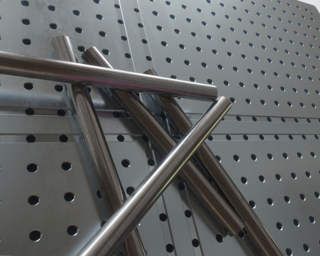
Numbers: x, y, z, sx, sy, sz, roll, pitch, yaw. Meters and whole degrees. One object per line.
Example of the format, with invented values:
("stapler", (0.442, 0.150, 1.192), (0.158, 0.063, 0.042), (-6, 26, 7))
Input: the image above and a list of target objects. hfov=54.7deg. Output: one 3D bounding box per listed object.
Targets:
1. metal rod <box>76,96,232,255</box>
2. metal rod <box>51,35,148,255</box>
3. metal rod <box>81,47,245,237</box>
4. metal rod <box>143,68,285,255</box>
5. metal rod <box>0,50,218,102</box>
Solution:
("metal rod", (0.009, 0.047, 0.353), (0.025, 0.025, 0.302), (44, 51, 2))
("metal rod", (-0.075, 0.016, 0.358), (0.025, 0.025, 0.299), (-10, 67, -33))
("metal rod", (0.000, 0.012, 0.401), (0.025, 0.025, 0.300), (-35, 81, -39))
("metal rod", (0.063, 0.044, 0.417), (0.025, 0.025, 0.299), (-25, 76, -37))
("metal rod", (-0.059, -0.061, 0.383), (0.302, 0.025, 0.025), (5, 60, -26))
